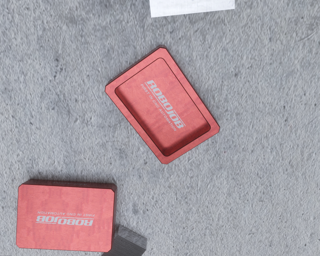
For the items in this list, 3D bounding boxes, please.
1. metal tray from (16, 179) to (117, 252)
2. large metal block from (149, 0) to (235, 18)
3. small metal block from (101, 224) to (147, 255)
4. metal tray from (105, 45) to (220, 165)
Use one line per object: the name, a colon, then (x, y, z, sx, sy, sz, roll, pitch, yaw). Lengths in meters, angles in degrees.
metal tray: (-0.130, 0.123, 0.437, 0.131, 0.030, 0.089, 4, 93, -2)
large metal block: (0.029, -0.147, 0.326, 0.080, 0.080, 0.050, -5, 110, 2)
small metal block: (-0.055, 0.184, 0.477, 0.050, 0.025, 0.050, 32, 107, -12)
metal tray: (0.005, -0.027, 0.396, 0.090, 0.030, 0.130, -34, 107, 11)
